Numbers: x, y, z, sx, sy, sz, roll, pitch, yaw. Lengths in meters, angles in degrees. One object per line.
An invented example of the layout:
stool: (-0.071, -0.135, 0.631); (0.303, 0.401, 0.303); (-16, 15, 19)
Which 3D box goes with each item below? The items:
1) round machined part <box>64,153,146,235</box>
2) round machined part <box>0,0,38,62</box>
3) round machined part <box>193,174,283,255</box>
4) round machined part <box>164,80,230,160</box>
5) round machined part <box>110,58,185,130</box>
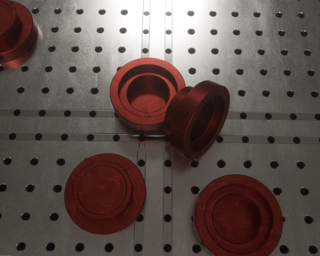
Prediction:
round machined part: (-0.066, 0.077, 0.374); (0.099, 0.042, 0.098); (0, 70, -1)
round machined part: (-0.237, -0.150, 0.455); (0.099, 0.042, 0.098); (0, 70, -1)
round machined part: (0.088, 0.107, 0.365); (0.099, 0.042, 0.098); (0, 70, -1)
round machined part: (0.042, -0.013, 0.382); (0.042, 0.098, 0.098); (28, 71, 30)
round machined part: (-0.016, -0.042, 0.418); (0.099, 0.042, 0.098); (0, 70, 0)
